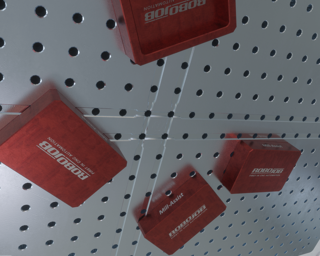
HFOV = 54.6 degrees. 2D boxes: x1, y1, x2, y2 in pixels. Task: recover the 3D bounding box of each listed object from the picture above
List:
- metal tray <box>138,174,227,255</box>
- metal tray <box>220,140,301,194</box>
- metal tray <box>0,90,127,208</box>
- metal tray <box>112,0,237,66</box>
[{"bbox_3d":[0.040,0.147,0.519,0.130,0.030,0.090,-40,129,-1],"label":"metal tray"},{"bbox_3d":[0.179,0.070,0.548,0.131,0.030,0.089,4,116,-31],"label":"metal tray"},{"bbox_3d":[-0.112,0.030,0.365,0.090,0.030,0.130,-40,129,-1],"label":"metal tray"},{"bbox_3d":[0.019,-0.132,0.335,0.131,0.030,0.090,-23,127,-14],"label":"metal tray"}]
